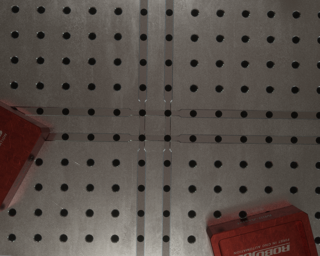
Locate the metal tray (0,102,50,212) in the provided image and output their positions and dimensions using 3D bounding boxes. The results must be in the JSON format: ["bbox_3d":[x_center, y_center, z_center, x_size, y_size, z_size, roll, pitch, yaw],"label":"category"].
[{"bbox_3d":[-0.220,0.036,0.408,0.090,0.030,0.130,29,90,-1],"label":"metal tray"}]

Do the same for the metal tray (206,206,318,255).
[{"bbox_3d":[0.137,0.165,0.412,0.131,0.030,0.089,-14,90,-1],"label":"metal tray"}]
